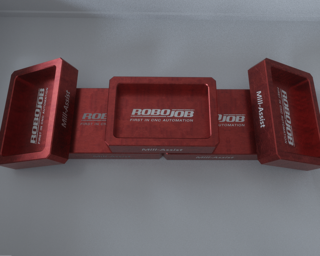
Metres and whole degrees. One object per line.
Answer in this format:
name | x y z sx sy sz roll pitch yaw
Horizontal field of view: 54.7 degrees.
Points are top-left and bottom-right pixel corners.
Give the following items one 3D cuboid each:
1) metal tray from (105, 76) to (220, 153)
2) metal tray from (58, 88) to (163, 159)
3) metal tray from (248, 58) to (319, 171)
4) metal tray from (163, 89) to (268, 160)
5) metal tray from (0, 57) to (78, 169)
metal tray | 0.003 -0.016 0.379 0.131 0.030 0.090 1 69 0
metal tray | -0.061 -0.006 0.408 0.131 0.030 0.090 0 70 0
metal tray | 0.161 -0.016 0.392 0.091 0.030 0.130 10 67 -26
metal tray | 0.070 -0.005 0.408 0.131 0.030 0.090 0 70 0
metal tray | -0.154 -0.017 0.392 0.090 0.030 0.130 -9 68 24
